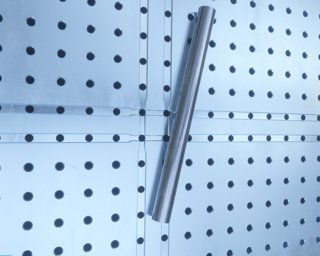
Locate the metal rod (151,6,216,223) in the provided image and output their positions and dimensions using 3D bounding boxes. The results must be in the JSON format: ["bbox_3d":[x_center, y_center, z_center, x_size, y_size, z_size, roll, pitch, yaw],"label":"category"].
[{"bbox_3d":[0.034,-0.022,0.426,0.025,0.025,0.298,15,85,-20],"label":"metal rod"}]
